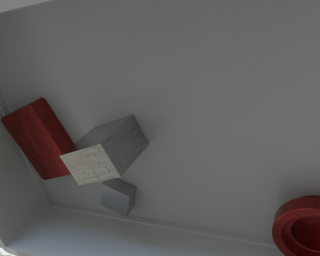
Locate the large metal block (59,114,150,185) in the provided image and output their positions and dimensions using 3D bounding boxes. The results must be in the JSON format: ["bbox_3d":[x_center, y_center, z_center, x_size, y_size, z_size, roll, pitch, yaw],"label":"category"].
[{"bbox_3d":[-0.075,0.030,0.429,0.080,0.080,0.050,-16,110,34],"label":"large metal block"}]

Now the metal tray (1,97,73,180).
[{"bbox_3d":[-0.196,0.022,0.520,0.090,0.030,0.130,-17,110,34],"label":"metal tray"}]

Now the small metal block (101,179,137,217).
[{"bbox_3d":[-0.069,0.112,0.513,0.050,0.025,0.050,21,126,15],"label":"small metal block"}]

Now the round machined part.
[{"bbox_3d":[0.189,0.121,0.372,0.098,0.042,0.097,13,124,20],"label":"round machined part"}]
